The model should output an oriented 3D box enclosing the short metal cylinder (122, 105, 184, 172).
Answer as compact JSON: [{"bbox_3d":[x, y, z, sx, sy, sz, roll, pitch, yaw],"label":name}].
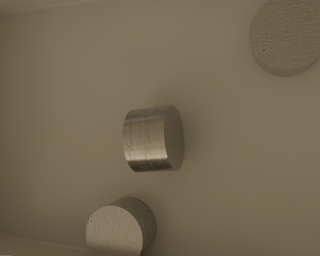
[{"bbox_3d":[-0.005,0.014,0.382,0.050,0.080,0.080,-6,88,20],"label":"short metal cylinder"}]

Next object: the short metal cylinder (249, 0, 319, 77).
[{"bbox_3d":[0.143,-0.101,0.347,0.080,0.050,0.079,0,90,19],"label":"short metal cylinder"}]

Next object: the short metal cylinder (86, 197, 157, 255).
[{"bbox_3d":[-0.050,0.138,0.414,0.080,0.050,0.079,0,90,19],"label":"short metal cylinder"}]
